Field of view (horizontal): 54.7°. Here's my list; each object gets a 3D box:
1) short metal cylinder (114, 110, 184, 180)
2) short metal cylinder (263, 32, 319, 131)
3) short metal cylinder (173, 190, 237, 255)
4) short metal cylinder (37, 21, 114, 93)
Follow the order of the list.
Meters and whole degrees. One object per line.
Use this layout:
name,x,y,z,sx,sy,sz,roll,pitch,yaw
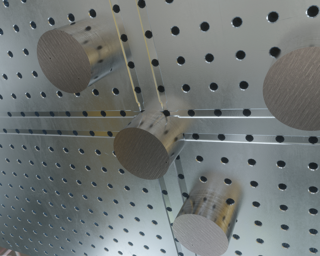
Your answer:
short metal cylinder,-0.015,0.022,0.417,0.080,0.050,0.079,13,124,21
short metal cylinder,0.143,-0.044,0.292,0.080,0.050,0.079,13,124,21
short metal cylinder,0.065,0.137,0.446,0.080,0.050,0.079,13,124,21
short metal cylinder,-0.107,-0.091,0.395,0.080,0.050,0.079,13,124,21
